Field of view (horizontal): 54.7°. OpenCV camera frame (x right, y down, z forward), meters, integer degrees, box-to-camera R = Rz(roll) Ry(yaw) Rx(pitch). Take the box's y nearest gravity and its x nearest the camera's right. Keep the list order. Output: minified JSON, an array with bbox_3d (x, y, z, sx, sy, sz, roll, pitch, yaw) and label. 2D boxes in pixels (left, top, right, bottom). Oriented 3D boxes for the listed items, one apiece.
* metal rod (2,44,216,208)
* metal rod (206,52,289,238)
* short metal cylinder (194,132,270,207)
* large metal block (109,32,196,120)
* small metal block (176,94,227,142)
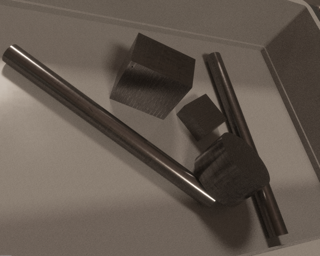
[{"bbox_3d":[-0.056,0.001,0.376,0.301,0.025,0.025,36,51,-4],"label":"metal rod"},{"bbox_3d":[0.124,0.009,0.468,0.025,0.025,0.299,1,61,-28],"label":"metal rod"},{"bbox_3d":[0.091,0.052,0.391,0.080,0.050,0.080,32,30,-21],"label":"short metal cylinder"},{"bbox_3d":[-0.011,-0.064,0.405,0.080,0.080,0.050,21,54,-16],"label":"large metal block"},{"bbox_3d":[0.061,-0.016,0.450,0.050,0.025,0.050,-31,79,-38],"label":"small metal block"}]
